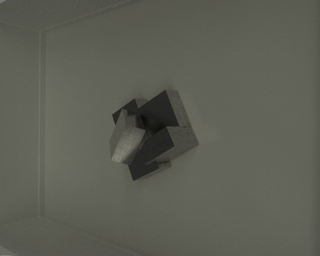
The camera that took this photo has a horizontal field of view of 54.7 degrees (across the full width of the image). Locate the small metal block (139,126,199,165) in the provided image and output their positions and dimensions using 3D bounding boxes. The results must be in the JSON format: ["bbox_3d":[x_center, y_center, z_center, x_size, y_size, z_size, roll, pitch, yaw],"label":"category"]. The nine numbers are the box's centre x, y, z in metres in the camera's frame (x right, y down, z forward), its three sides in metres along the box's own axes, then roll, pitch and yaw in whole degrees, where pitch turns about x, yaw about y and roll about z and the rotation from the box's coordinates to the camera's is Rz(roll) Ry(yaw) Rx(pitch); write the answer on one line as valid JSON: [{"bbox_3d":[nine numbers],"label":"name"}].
[{"bbox_3d":[0.010,0.021,0.378,0.050,0.050,0.025,-34,69,34],"label":"small metal block"}]

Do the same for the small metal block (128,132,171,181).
[{"bbox_3d":[-0.019,0.038,0.418,0.050,0.025,0.050,-31,71,35],"label":"small metal block"}]

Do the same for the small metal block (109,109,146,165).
[{"bbox_3d":[-0.042,0.010,0.389,0.050,0.025,0.050,-115,46,-63],"label":"small metal block"}]

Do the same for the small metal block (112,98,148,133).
[{"bbox_3d":[-0.035,-0.007,0.432,0.050,0.025,0.050,-31,71,35],"label":"small metal block"}]

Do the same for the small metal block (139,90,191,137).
[{"bbox_3d":[0.005,-0.014,0.399,0.050,0.025,0.050,-31,71,35],"label":"small metal block"}]
